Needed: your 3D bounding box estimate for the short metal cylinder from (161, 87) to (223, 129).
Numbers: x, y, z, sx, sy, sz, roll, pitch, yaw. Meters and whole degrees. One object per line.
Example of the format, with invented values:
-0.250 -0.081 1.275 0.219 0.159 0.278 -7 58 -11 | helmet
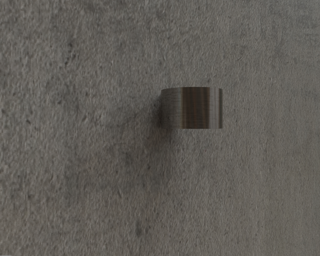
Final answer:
0.042 -0.024 0.406 0.081 0.080 0.050 -1 91 -40 | short metal cylinder
